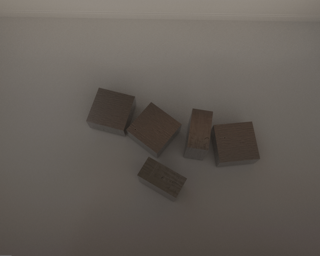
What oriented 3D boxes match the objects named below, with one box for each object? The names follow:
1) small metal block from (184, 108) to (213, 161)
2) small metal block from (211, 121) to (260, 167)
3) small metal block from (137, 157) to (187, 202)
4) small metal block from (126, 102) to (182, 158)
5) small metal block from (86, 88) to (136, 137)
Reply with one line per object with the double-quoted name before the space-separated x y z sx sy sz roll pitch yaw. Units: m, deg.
"small metal block" 0.048 0.009 0.392 0.025 0.050 0.050 9 70 2
"small metal block" 0.096 0.021 0.401 0.050 0.025 0.050 -5 70 -3
"small metal block" 0.002 0.063 0.371 0.050 0.050 0.025 29 74 9
"small metal block" -0.008 0.003 0.406 0.050 0.025 0.050 37 74 12
"small metal block" -0.064 -0.021 0.414 0.050 0.025 0.050 14 71 5
